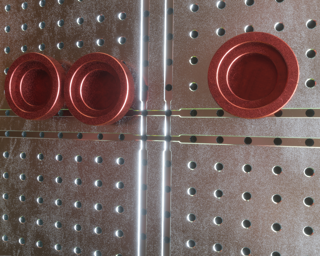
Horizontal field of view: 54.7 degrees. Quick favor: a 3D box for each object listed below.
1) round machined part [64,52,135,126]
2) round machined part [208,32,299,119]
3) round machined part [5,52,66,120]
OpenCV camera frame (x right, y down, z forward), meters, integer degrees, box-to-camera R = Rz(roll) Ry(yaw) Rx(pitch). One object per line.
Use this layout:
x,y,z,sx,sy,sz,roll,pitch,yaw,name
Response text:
-0.080,-0.052,0.431,0.098,0.042,0.097,0,90,19,round machined part
0.109,-0.059,0.365,0.098,0.042,0.097,0,90,19,round machined part
-0.179,-0.060,0.465,0.098,0.042,0.097,0,90,19,round machined part
